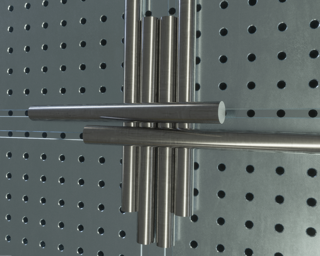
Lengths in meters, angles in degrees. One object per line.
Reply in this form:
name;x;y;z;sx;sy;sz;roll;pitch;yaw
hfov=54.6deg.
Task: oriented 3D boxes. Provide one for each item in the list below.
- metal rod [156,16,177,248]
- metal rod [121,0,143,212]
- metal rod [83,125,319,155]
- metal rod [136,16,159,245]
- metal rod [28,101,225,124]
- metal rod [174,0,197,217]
metal rod;0.009;0.005;0.411;0.025;0.025;0.298;1;90;20
metal rod;-0.038;-0.037;0.426;0.025;0.025;0.298;1;90;20
metal rod;0.053;0.013;0.372;0.301;0.025;0.025;2;91;11
metal rod;-0.016;0.004;0.417;0.025;0.025;0.298;1;90;20
metal rod;-0.064;-0.020;0.411;0.300;0.025;0.025;1;91;29
metal rod;0.033;-0.038;0.400;0.025;0.025;0.298;1;90;20
